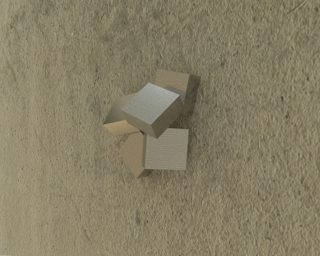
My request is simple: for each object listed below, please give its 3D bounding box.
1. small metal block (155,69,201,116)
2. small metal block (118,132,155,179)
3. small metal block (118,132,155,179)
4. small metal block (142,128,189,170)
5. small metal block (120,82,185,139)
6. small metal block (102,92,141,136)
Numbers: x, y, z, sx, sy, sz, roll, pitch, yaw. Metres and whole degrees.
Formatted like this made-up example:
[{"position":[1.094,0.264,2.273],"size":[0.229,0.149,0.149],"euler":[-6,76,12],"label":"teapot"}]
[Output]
[{"position":[0.019,-0.045,0.389],"size":[0.050,0.025,0.050],"euler":[18,101,38],"label":"small metal block"},{"position":[-0.023,0.033,0.424],"size":[0.050,0.025,0.050],"euler":[-52,60,27],"label":"small metal block"},{"position":[-0.023,0.033,0.424],"size":[0.050,0.025,0.050],"euler":[-52,60,27],"label":"small metal block"},{"position":[0.006,0.024,0.381],"size":[0.025,0.050,0.050],"euler":[-164,78,-77],"label":"small metal block"},{"position":[-0.008,-0.021,0.361],"size":[0.050,0.025,0.050],"euler":[27,63,36],"label":"small metal block"},{"position":[-0.044,-0.020,0.424],"size":[0.050,0.025,0.050],"euler":[-10,46,39],"label":"small metal block"}]
